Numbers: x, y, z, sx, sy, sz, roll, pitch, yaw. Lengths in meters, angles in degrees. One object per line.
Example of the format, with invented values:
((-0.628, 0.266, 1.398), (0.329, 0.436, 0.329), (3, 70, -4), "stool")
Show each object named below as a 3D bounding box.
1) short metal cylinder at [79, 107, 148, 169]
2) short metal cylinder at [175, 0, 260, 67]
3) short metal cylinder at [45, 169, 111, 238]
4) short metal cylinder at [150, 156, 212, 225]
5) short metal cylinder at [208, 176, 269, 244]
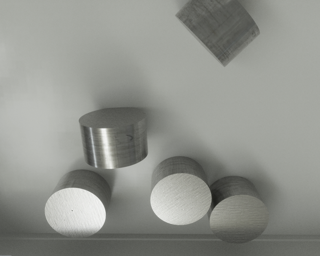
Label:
((-0.056, 0.010, 0.385), (0.081, 0.080, 0.050), (-3, 110, 0), "short metal cylinder")
((0.062, -0.113, 0.341), (0.080, 0.080, 0.050), (42, 104, -14), "short metal cylinder")
((-0.113, 0.105, 0.435), (0.081, 0.050, 0.079), (0, 110, -1), "short metal cylinder")
((0.028, 0.086, 0.430), (0.081, 0.050, 0.079), (0, 110, -1), "short metal cylinder")
((0.107, 0.116, 0.442), (0.081, 0.050, 0.079), (0, 110, -1), "short metal cylinder")
